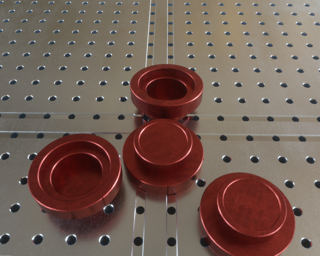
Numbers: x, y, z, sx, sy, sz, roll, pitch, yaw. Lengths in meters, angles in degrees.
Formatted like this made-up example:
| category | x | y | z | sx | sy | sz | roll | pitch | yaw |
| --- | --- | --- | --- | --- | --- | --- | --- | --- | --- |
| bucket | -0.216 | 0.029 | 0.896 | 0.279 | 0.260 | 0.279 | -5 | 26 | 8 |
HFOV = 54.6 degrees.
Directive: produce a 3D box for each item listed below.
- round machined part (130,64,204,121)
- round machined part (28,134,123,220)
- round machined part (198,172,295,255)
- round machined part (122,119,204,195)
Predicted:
| category | x | y | z | sx | sy | sz | roll | pitch | yaw |
| --- | --- | --- | --- | --- | --- | --- | --- | --- | --- |
| round machined part | 0.009 | -0.045 | 0.430 | 0.099 | 0.042 | 0.098 | 1 | 43 | 0 |
| round machined part | -0.091 | 0.057 | 0.349 | 0.099 | 0.042 | 0.098 | 0 | 50 | 0 |
| round machined part | 0.091 | 0.087 | 0.324 | 0.099 | 0.042 | 0.098 | 0 | 50 | 0 |
| round machined part | 0.004 | 0.027 | 0.374 | 0.099 | 0.042 | 0.098 | 0 | 50 | 0 |
